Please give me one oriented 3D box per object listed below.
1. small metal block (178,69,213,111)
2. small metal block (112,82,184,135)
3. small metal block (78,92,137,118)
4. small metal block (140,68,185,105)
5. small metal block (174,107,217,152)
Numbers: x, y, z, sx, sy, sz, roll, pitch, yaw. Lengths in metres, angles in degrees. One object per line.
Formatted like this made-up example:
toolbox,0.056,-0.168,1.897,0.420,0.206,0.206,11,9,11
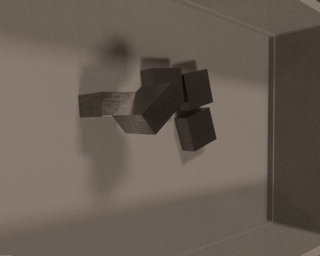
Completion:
small metal block,0.047,-0.056,0.448,0.050,0.025,0.050,-20,103,-38
small metal block,-0.012,-0.020,0.316,0.050,0.050,0.025,-49,120,-29
small metal block,-0.056,-0.026,0.345,0.050,0.050,0.025,-6,94,-40
small metal block,0.004,-0.053,0.412,0.050,0.025,0.050,-10,96,-40
small metal block,0.052,0.001,0.453,0.050,0.025,0.050,-25,106,-37
